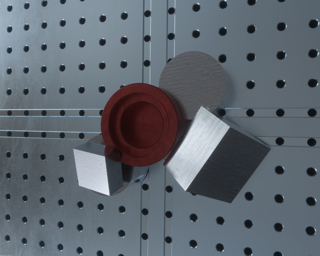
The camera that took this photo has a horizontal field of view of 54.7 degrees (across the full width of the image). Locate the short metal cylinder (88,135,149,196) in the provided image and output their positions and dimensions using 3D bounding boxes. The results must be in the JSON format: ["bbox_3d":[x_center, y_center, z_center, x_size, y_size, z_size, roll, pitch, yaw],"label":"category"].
[{"bbox_3d":[-0.061,0.047,0.420,0.080,0.050,0.079,0,90,20],"label":"short metal cylinder"}]

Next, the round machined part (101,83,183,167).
[{"bbox_3d":[-0.019,-0.004,0.379,0.098,0.042,0.097,0,90,20],"label":"round machined part"}]

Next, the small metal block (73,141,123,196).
[{"bbox_3d":[-0.074,0.048,0.372,0.050,0.025,0.050,9,113,31],"label":"small metal block"}]

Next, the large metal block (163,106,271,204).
[{"bbox_3d":[0.065,0.033,0.353,0.080,0.080,0.050,-57,39,11],"label":"large metal block"}]

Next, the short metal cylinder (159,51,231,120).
[{"bbox_3d":[0.045,-0.050,0.383,0.080,0.050,0.079,0,90,20],"label":"short metal cylinder"}]
